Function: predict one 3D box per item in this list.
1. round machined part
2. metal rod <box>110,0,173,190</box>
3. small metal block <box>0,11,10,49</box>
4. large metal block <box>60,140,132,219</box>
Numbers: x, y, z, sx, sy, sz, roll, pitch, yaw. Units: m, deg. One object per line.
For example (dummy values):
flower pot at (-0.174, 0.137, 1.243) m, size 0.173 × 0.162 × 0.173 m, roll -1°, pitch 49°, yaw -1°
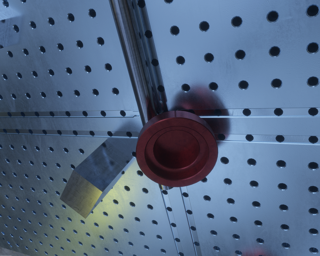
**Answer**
round machined part at (0.021, 0.022, 0.388) m, size 0.099 × 0.042 × 0.097 m, roll 0°, pitch 116°, yaw 1°
metal rod at (-0.021, -0.047, 0.392) m, size 0.025 × 0.025 × 0.298 m, roll 1°, pitch 119°, yaw 28°
small metal block at (-0.251, -0.149, 0.451) m, size 0.050 × 0.025 × 0.050 m, roll 35°, pitch 129°, yaw 5°
large metal block at (-0.098, 0.078, 0.476) m, size 0.050 × 0.080 × 0.080 m, roll 37°, pitch 129°, yaw 3°
